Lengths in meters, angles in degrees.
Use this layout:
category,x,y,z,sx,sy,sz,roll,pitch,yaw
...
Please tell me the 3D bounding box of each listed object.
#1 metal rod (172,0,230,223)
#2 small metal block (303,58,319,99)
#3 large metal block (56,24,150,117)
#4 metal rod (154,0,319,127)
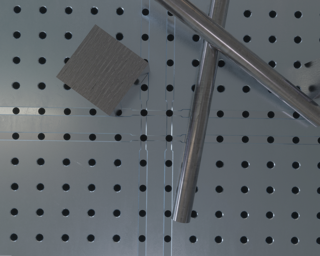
category,x,y,z,sx,sy,sz,roll,pitch,yaw
metal rod,0.054,-0.024,0.413,0.025,0.025,0.298,10,90,0
small metal block,0.212,-0.064,0.403,0.025,0.050,0.050,-4,90,0
large metal block,-0.070,-0.070,0.400,0.080,0.050,0.080,36,90,0
metal rod,0.095,-0.097,0.392,0.301,0.025,0.025,35,90,-9
